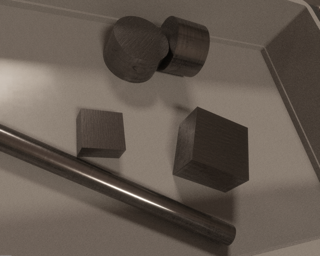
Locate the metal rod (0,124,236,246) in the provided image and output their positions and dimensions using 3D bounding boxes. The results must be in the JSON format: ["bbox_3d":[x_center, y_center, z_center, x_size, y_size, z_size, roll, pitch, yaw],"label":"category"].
[{"bbox_3d":[-0.048,0.065,0.341,0.301,0.025,0.025,26,53,-12],"label":"metal rod"}]

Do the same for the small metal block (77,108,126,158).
[{"bbox_3d":[-0.070,0.007,0.365,0.050,0.025,0.050,5,59,-26],"label":"small metal block"}]

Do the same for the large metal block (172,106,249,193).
[{"bbox_3d":[0.068,0.030,0.410,0.080,0.050,0.080,21,54,-16],"label":"large metal block"}]

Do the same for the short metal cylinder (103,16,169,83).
[{"bbox_3d":[-0.034,-0.111,0.440,0.081,0.050,0.080,14,56,-21],"label":"short metal cylinder"}]

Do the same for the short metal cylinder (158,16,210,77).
[{"bbox_3d":[0.030,-0.120,0.462,0.050,0.080,0.080,8,58,-25],"label":"short metal cylinder"}]
